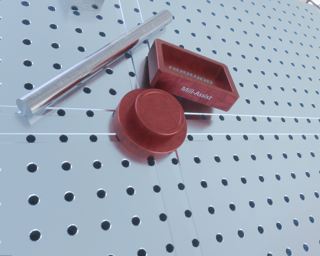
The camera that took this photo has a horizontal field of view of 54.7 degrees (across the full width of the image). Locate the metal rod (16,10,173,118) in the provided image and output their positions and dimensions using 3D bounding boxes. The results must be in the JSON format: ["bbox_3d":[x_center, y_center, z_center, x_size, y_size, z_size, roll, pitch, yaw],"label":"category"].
[{"bbox_3d":[-0.069,-0.106,0.436,0.025,0.025,0.301,43,51,1],"label":"metal rod"}]

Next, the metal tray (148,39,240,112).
[{"bbox_3d":[0.049,-0.080,0.467,0.131,0.030,0.090,16,40,-20],"label":"metal tray"}]

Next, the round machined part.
[{"bbox_3d":[-0.007,-0.012,0.402,0.099,0.042,0.098,14,56,-21],"label":"round machined part"}]

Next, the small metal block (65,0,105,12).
[{"bbox_3d":[-0.119,-0.206,0.471,0.050,0.025,0.050,-10,67,-33],"label":"small metal block"}]
